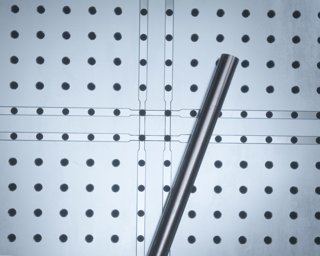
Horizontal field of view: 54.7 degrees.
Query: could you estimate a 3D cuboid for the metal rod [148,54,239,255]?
[{"bbox_3d":[0.043,0.046,0.413,0.025,0.025,0.299,20,90,-1],"label":"metal rod"}]
